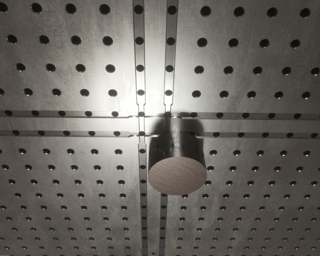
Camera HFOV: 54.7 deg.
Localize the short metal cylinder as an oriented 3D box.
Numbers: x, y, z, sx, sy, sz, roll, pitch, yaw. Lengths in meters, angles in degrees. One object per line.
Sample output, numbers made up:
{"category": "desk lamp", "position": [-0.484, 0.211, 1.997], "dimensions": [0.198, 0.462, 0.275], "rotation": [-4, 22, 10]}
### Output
{"category": "short metal cylinder", "position": [0.024, 0.051, 0.439], "dimensions": [0.081, 0.050, 0.079], "rotation": [0, 130, 0]}
